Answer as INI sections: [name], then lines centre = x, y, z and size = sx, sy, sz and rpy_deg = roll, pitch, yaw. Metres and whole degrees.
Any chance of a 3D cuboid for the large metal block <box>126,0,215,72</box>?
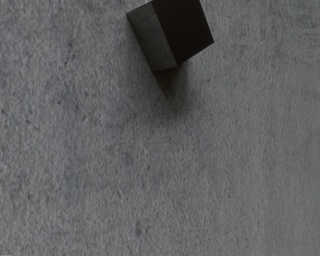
[large metal block]
centre = 0.016, -0.130, 0.403
size = 0.080, 0.050, 0.080
rpy_deg = -38, 114, -34
